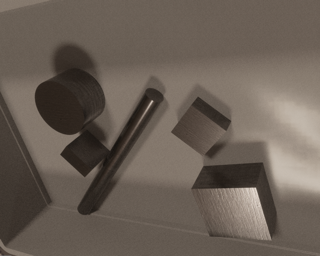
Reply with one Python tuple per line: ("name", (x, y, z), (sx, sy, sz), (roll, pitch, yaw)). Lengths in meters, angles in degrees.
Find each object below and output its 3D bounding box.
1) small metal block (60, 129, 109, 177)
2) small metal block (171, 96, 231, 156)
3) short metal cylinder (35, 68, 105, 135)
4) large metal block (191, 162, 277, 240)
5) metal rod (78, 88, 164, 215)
("small metal block", (-0.113, 0.038, 0.474), (0.050, 0.050, 0.025), (44, 129, -3))
("small metal block", (0.050, -0.002, 0.381), (0.050, 0.025, 0.050), (37, 129, 3))
("short metal cylinder", (-0.125, -0.037, 0.433), (0.080, 0.050, 0.079), (13, 124, 20))
("large metal block", (0.097, 0.094, 0.399), (0.080, 0.050, 0.080), (-8, 115, 31))
("metal rod", (-0.073, 0.054, 0.478), (0.025, 0.025, 0.298), (37, 129, 3))
